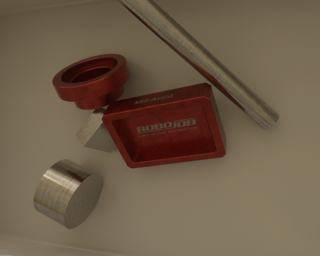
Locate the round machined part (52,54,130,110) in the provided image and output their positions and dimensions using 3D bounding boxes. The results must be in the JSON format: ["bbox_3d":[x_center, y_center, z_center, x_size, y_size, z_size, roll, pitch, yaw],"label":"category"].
[{"bbox_3d":[-0.087,-0.059,0.411,0.098,0.098,0.042,-2,125,19],"label":"round machined part"}]

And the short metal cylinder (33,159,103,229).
[{"bbox_3d":[-0.123,0.089,0.423,0.050,0.080,0.080,22,97,18],"label":"short metal cylinder"}]

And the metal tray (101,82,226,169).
[{"bbox_3d":[0.007,0.002,0.378,0.130,0.030,0.090,-10,126,19],"label":"metal tray"}]

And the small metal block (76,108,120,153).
[{"bbox_3d":[-0.075,0.003,0.420,0.050,0.050,0.025,-50,55,13],"label":"small metal block"}]

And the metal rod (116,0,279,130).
[{"bbox_3d":[0.016,-0.100,0.337,0.301,0.025,0.025,39,104,-11],"label":"metal rod"}]
